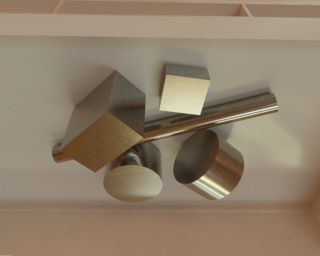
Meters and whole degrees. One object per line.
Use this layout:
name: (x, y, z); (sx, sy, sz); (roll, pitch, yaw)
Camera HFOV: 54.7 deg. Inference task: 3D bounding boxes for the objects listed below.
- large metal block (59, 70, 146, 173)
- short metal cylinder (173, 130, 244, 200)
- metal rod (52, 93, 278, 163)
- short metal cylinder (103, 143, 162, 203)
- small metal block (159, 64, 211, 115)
large metal block: (-0.064, -0.008, 0.364); (0.080, 0.080, 0.050); (-36, 122, 26)
short metal cylinder: (0.064, 0.049, 0.414); (0.050, 0.080, 0.080); (35, 122, -26)
metal rod: (-0.001, 0.003, 0.410); (0.301, 0.025, 0.025); (-13, 129, 10)
short metal cylinder: (-0.037, 0.062, 0.442); (0.081, 0.050, 0.079); (0, 130, 0)
small metal block: (0.028, -0.045, 0.369); (0.050, 0.025, 0.050); (7, 130, -6)
